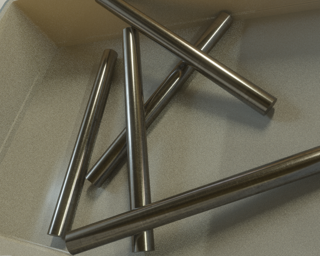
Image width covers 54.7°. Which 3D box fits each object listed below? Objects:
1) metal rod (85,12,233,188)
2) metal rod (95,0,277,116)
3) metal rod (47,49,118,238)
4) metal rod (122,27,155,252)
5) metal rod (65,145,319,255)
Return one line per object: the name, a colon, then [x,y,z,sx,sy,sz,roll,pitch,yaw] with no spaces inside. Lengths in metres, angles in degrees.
metal rod: [0.004,-0.044,0.431,0.025,0.025,0.300,32,79,38]
metal rod: [0.019,-0.112,0.411,0.300,0.025,0.025,39,84,22]
metal rod: [-0.107,0.005,0.458,0.025,0.025,0.300,-5,59,26]
metal rod: [-0.031,-0.003,0.394,0.025,0.025,0.299,-14,65,20]
metal rod: [0.046,0.071,0.313,0.301,0.025,0.025,-20,54,6]
